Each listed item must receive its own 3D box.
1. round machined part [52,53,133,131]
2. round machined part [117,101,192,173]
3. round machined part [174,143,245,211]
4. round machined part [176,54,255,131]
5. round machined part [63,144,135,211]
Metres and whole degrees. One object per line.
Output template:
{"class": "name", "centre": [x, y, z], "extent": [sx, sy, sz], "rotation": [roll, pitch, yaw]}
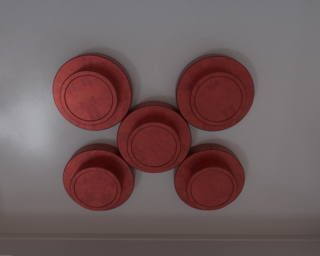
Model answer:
{"class": "round machined part", "centre": [-0.084, -0.042, 0.384], "extent": [0.099, 0.042, 0.097], "rotation": [0, 110, -1]}
{"class": "round machined part", "centre": [-0.008, 0.017, 0.406], "extent": [0.099, 0.042, 0.097], "rotation": [0, 110, -1]}
{"class": "round machined part", "centre": [0.069, 0.074, 0.429], "extent": [0.099, 0.042, 0.097], "rotation": [0, 110, -1]}
{"class": "round machined part", "centre": [0.069, -0.041, 0.387], "extent": [0.099, 0.042, 0.097], "rotation": [0, 110, -1]}
{"class": "round machined part", "centre": [-0.085, 0.074, 0.427], "extent": [0.099, 0.042, 0.097], "rotation": [0, 110, -1]}
